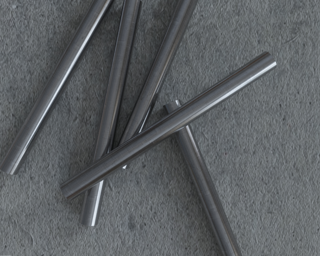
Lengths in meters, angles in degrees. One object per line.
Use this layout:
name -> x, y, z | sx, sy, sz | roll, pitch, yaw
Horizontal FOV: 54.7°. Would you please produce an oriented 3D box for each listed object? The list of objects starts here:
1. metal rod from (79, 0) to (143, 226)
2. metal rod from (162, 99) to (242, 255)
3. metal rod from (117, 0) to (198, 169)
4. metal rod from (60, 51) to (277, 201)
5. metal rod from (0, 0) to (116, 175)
metal rod -> -0.065, -0.022, 0.409 | 0.025, 0.025, 0.298 | 11, 90, -1
metal rod -> 0.070, 0.105, 0.411 | 0.025, 0.025, 0.299 | -22, 90, 0
metal rod -> 0.004, -0.089, 0.409 | 0.025, 0.025, 0.299 | 23, 90, -1
metal rod -> 0.011, -0.003, 0.384 | 0.301, 0.025, 0.025 | -33, 90, -1
metal rod -> -0.126, -0.075, 0.408 | 0.025, 0.025, 0.299 | 29, 90, -1
